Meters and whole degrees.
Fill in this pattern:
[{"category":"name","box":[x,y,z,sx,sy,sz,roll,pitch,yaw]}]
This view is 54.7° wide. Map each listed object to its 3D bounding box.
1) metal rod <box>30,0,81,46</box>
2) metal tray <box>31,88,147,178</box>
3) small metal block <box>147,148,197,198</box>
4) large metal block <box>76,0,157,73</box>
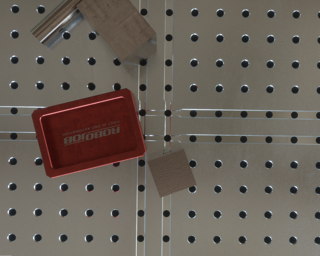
[{"category":"metal rod","box":[-0.052,-0.221,0.412,0.300,0.025,0.025,-43,91,-1]},{"category":"metal tray","box":[-0.091,0.007,0.409,0.131,0.030,0.089,-14,90,-1]},{"category":"small metal block","box":[0.016,0.059,0.414,0.050,0.025,0.050,-20,90,-1]},{"category":"large metal block","box":[-0.049,-0.121,0.385,0.050,0.080,0.080,-39,91,0]}]
